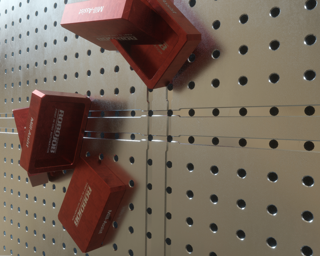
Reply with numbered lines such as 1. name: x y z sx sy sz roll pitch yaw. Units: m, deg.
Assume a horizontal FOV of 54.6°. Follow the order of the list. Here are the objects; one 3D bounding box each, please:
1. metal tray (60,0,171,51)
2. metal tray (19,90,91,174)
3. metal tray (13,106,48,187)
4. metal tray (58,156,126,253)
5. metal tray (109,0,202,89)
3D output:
1. metal tray: -0.057 -0.134 0.412 0.130 0.090 0.030 11 86 39
2. metal tray: -0.170 0.007 0.509 0.030 0.091 0.129 25 106 37
3. metal tray: -0.242 0.037 0.581 0.130 0.030 0.090 69 156 17
4. metal tray: -0.114 0.122 0.502 0.090 0.030 0.129 37 113 33
5. metal tray: -0.018 -0.126 0.399 0.130 0.030 0.090 52 130 16
